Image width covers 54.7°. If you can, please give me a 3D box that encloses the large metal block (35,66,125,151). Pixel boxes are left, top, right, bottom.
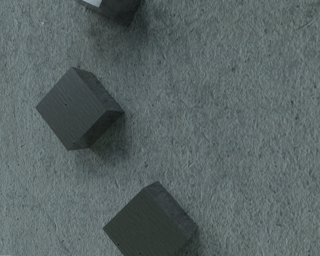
[{"bbox_3d":[-0.112,-0.026,0.435,0.080,0.050,0.080,-44,77,14],"label":"large metal block"}]

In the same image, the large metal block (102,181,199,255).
[{"bbox_3d":[-0.012,0.129,0.400,0.080,0.050,0.080,-46,76,14],"label":"large metal block"}]

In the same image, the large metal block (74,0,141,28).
[{"bbox_3d":[-0.080,-0.182,0.408,0.080,0.080,0.050,30,100,17],"label":"large metal block"}]
